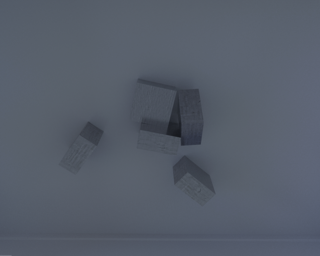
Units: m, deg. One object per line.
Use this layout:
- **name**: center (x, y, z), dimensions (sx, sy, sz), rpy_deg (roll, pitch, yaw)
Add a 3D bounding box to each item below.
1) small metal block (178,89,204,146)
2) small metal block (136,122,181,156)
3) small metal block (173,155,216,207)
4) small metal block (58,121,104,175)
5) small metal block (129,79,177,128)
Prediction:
- **small metal block**: center (0.037, -0.013, 0.383), dimensions (0.025, 0.050, 0.050), rpy_deg (-4, 147, 0)
- **small metal block**: center (-0.002, 0.010, 0.402), dimensions (0.050, 0.050, 0.025), rpy_deg (11, 110, -5)
- **small metal block**: center (0.046, 0.071, 0.425), dimensions (0.050, 0.050, 0.025), rpy_deg (39, 105, -14)
- **small metal block**: center (-0.102, 0.025, 0.406), dimensions (0.025, 0.050, 0.050), rpy_deg (35, 106, -12)
- **small metal block**: center (-0.009, -0.032, 0.399), dimensions (0.050, 0.025, 0.050), rpy_deg (12, 109, -5)
